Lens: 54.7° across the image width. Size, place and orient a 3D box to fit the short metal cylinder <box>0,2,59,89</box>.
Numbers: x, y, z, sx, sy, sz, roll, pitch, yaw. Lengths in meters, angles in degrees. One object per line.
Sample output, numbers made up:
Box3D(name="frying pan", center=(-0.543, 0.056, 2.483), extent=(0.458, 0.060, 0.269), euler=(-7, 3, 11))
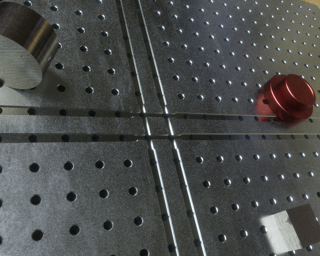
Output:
Box3D(name="short metal cylinder", center=(-0.160, -0.088, 0.340), extent=(0.080, 0.080, 0.050), euler=(22, 54, -15))

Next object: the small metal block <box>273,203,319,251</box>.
Box3D(name="small metal block", center=(0.193, 0.136, 0.428), extent=(0.050, 0.025, 0.050), euler=(-4, 64, -30))

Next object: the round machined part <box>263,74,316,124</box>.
Box3D(name="round machined part", center=(0.241, -0.059, 0.563), extent=(0.099, 0.042, 0.098), euler=(13, 57, -21))
